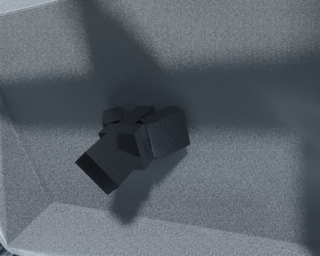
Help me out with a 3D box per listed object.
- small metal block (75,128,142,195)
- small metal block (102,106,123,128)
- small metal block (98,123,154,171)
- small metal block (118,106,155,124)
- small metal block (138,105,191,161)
[{"bbox_3d":[-0.056,0.037,0.344,0.050,0.050,0.025,46,129,-4],"label":"small metal block"},{"bbox_3d":[-0.059,0.004,0.420,0.025,0.050,0.050,-15,115,-2],"label":"small metal block"},{"bbox_3d":[-0.040,0.022,0.376,0.050,0.025,0.050,1,119,28],"label":"small metal block"},{"bbox_3d":[-0.025,0.004,0.406,0.025,0.050,0.050,1,119,28],"label":"small metal block"},{"bbox_3d":[0.006,0.006,0.388,0.025,0.050,0.050,29,138,55],"label":"small metal block"}]
